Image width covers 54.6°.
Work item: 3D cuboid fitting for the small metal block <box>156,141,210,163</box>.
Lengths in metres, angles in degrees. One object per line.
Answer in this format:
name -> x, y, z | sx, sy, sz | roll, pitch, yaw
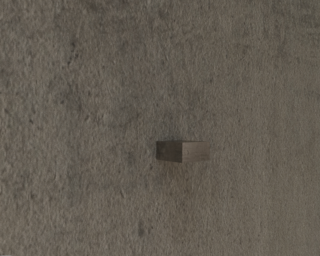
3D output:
small metal block -> 0.031, 0.030, 0.413 | 0.050, 0.050, 0.025 | 0, 90, -40
